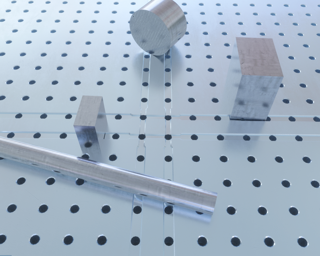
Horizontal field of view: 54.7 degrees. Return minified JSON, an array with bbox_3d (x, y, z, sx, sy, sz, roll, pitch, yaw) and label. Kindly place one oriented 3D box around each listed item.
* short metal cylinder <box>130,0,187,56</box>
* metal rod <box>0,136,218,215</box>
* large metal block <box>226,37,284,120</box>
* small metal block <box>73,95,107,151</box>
[{"bbox_3d":[-0.003,-0.168,0.513,0.080,0.080,0.050,27,55,20],"label":"short metal cylinder"},{"bbox_3d":[-0.085,0.050,0.364,0.301,0.025,0.025,13,51,10],"label":"metal rod"},{"bbox_3d":[0.127,-0.068,0.431,0.050,0.080,0.080,3,50,2],"label":"large metal block"},{"bbox_3d":[-0.087,-0.006,0.395,0.025,0.050,0.050,3,50,2],"label":"small metal block"}]
